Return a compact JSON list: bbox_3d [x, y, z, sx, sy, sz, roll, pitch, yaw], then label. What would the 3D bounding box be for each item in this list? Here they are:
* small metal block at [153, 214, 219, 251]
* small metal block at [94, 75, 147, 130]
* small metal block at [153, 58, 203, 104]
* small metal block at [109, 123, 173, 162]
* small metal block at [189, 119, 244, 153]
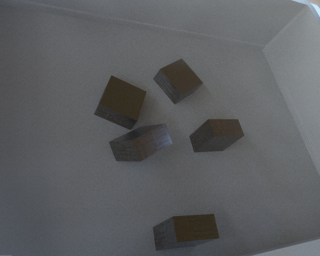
[{"bbox_3d":[0.027,0.113,0.335,0.050,0.050,0.025,5,60,-26],"label":"small metal block"},{"bbox_3d":[-0.050,-0.032,0.398,0.050,0.025,0.050,24,53,-14],"label":"small metal block"},{"bbox_3d":[0.027,-0.070,0.463,0.050,0.025,0.050,-34,81,-38],"label":"small metal block"},{"bbox_3d":[-0.023,0.017,0.363,0.050,0.050,0.025,-27,103,-37],"label":"small metal block"},{"bbox_3d":[0.077,0.011,0.424,0.050,0.050,0.025,0,62,-29],"label":"small metal block"}]
